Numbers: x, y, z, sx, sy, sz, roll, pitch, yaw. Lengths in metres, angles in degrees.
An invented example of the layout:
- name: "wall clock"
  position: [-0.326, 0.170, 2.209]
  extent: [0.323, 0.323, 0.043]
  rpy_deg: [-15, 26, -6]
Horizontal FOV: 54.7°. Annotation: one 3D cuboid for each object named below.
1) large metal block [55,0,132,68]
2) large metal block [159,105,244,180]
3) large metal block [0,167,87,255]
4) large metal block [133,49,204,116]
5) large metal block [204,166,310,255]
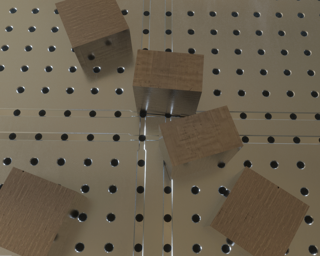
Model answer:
- name: "large metal block"
  position: [-0.095, -0.147, 0.451]
  extent: [0.080, 0.050, 0.080]
  rpy_deg: [-22, 72, -8]
- name: "large metal block"
  position: [0.044, 0.021, 0.375]
  extent: [0.081, 0.080, 0.050]
  rpy_deg: [-16, 71, -6]
- name: "large metal block"
  position: [-0.145, 0.101, 0.360]
  extent: [0.080, 0.050, 0.080]
  rpy_deg: [20, 71, 6]
- name: "large metal block"
  position: [0.011, -0.055, 0.403]
  extent: [0.080, 0.080, 0.050]
  rpy_deg: [5, 70, 1]
- name: "large metal block"
  position: [0.110, 0.104, 0.362]
  extent: [0.080, 0.050, 0.080]
  rpy_deg: [33, 73, 11]
